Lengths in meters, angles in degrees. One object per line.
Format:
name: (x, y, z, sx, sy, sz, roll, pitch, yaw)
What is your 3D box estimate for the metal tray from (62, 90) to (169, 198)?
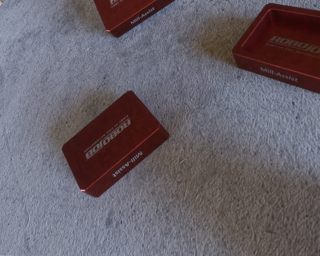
metal tray: (-0.063, 0.019, 0.422, 0.130, 0.030, 0.090, -40, 51, 0)

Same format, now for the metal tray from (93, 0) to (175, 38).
metal tray: (-0.047, -0.231, 0.541, 0.130, 0.030, 0.090, -28, 73, 16)

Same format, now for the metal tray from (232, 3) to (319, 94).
metal tray: (0.166, -0.099, 0.373, 0.130, 0.030, 0.090, 29, 78, 37)

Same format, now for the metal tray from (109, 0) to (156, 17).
metal tray: (-0.052, -0.274, 0.596, 0.090, 0.030, 0.130, -43, 51, -2)
